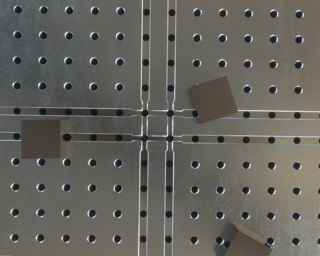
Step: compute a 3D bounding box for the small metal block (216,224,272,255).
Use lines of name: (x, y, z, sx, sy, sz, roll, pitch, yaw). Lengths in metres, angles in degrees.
small metal block: (0.112, 0.167, 0.414, 0.050, 0.025, 0.050, 29, 90, 0)

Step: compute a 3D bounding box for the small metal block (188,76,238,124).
small metal block: (0.070, -0.037, 0.414, 0.050, 0.025, 0.050, -17, 90, 0)

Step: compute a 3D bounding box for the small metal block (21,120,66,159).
small metal block: (-0.154, 0.014, 0.412, 0.050, 0.025, 0.050, -1, 90, 0)
